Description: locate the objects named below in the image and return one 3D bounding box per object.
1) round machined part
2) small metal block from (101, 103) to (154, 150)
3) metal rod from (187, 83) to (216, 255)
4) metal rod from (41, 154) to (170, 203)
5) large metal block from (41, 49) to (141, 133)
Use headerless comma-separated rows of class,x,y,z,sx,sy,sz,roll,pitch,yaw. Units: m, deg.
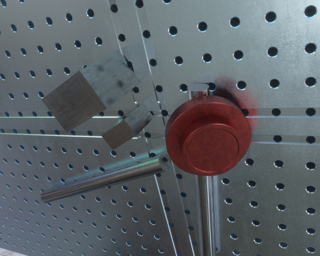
round machined part,0.056,0.016,0.353,0.099,0.042,0.097,-2,118,-4
small metal block,-0.043,-0.002,0.415,0.050,0.050,0.025,-31,101,37
metal rod,0.061,0.083,0.428,0.025,0.025,0.298,7,122,24
metal rod,-0.108,0.092,0.522,0.300,0.025,0.025,-21,108,35
large metal block,-0.085,-0.047,0.390,0.080,0.080,0.050,-25,105,36
